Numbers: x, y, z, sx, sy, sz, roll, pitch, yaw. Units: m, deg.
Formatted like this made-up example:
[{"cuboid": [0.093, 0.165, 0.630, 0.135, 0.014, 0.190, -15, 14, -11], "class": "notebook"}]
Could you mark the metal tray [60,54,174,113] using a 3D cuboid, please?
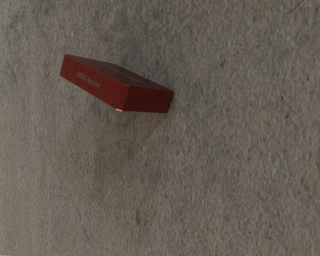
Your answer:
[{"cuboid": [-0.058, -0.059, 0.407, 0.130, 0.091, 0.030, 30, 109, 35], "class": "metal tray"}]
